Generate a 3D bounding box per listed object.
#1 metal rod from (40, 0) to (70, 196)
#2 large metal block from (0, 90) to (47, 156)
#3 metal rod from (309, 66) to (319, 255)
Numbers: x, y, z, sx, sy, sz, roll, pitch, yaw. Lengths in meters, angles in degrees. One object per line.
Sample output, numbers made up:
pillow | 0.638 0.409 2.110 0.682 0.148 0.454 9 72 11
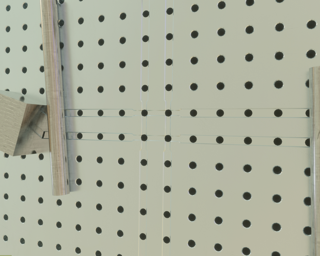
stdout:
metal rod | -0.159 -0.050 0.466 0.025 0.025 0.298 -5 88 19
large metal block | -0.227 -0.010 0.477 0.080 0.050 0.080 19 96 18
metal rod | 0.183 0.081 0.348 0.025 0.025 0.298 -1 90 19
